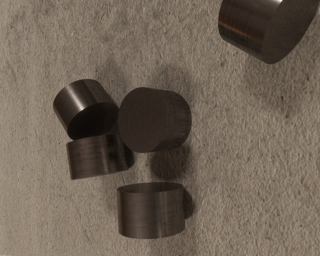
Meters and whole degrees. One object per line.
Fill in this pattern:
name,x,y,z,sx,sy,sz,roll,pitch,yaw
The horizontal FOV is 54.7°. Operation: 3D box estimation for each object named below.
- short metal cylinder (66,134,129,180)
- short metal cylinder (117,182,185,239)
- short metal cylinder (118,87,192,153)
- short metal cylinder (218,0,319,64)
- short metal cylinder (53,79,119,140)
short metal cylinder,-0.089,0.042,0.440,0.080,0.081,0.050,-17,80,38
short metal cylinder,-0.011,0.097,0.376,0.080,0.081,0.050,-4,87,39
short metal cylinder,-0.007,-0.010,0.393,0.080,0.050,0.079,0,90,39
short metal cylinder,0.100,-0.106,0.286,0.050,0.081,0.079,41,115,32
short metal cylinder,-0.108,-0.025,0.456,0.080,0.081,0.050,-52,60,27
